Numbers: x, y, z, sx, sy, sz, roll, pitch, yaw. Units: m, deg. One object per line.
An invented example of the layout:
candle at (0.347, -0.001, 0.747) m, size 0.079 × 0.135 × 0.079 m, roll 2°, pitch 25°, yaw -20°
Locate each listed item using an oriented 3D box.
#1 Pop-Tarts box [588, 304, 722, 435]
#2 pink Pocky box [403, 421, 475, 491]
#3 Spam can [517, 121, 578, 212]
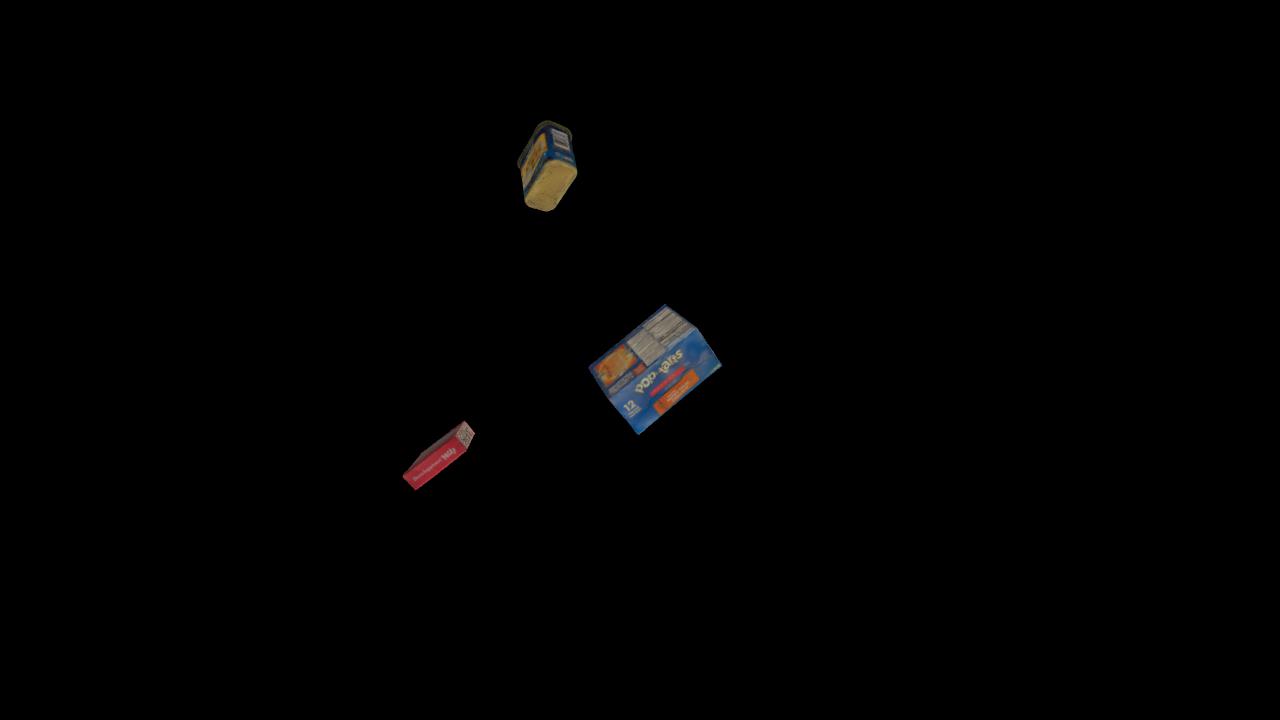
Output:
Pop-Tarts box at (0.020, 0.010, 0.962) m, size 0.167 × 0.083 × 0.141 m, roll -40°, pitch 26°, yaw -1°
pink Pocky box at (-0.278, 0.130, 0.863) m, size 0.084 × 0.029 × 0.155 m, roll -38°, pitch 8°, yaw -8°
Spam can at (-0.139, -0.288, 0.923) m, size 0.058 × 0.085 × 0.101 m, roll 11°, pitch -39°, yaw -33°
